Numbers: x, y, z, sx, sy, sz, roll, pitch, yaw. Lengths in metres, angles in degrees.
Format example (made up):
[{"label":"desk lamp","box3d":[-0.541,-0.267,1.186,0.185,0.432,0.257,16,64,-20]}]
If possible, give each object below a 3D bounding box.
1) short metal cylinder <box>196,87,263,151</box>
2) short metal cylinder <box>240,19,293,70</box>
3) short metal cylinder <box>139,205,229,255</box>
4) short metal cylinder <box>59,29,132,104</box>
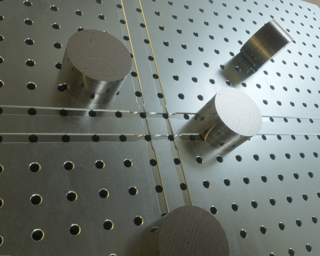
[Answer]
[{"label":"short metal cylinder","box3d":[0.101,-0.012,0.454,0.081,0.050,0.080,14,56,-21]},{"label":"short metal cylinder","box3d":[0.195,-0.152,0.570,0.050,0.080,0.081,50,51,6]},{"label":"short metal cylinder","box3d":[0.025,0.128,0.327,0.081,0.050,0.080,14,56,-21]},{"label":"short metal cylinder","box3d":[-0.082,-0.078,0.395,0.081,0.050,0.080,14,56,-21]}]
